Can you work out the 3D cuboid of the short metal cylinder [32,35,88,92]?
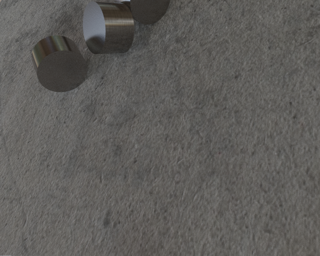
[{"bbox_3d":[-0.169,-0.107,0.520,0.080,0.080,0.050,-36,52,4],"label":"short metal cylinder"}]

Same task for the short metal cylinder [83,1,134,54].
[{"bbox_3d":[-0.085,-0.162,0.502,0.050,0.079,0.080,-13,40,-35],"label":"short metal cylinder"}]

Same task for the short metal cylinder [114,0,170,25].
[{"bbox_3d":[-0.030,-0.220,0.518,0.080,0.080,0.050,-47,52,-5],"label":"short metal cylinder"}]
